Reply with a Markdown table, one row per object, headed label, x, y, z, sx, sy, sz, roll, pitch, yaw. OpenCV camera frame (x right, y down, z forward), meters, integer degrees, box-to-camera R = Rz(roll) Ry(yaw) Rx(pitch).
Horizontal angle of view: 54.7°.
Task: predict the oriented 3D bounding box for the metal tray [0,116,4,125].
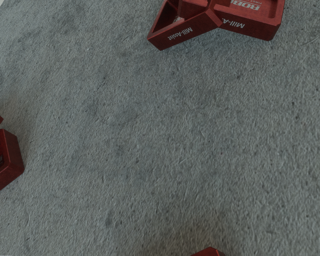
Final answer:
| label | x | y | z | sx | sy | sz | roll | pitch | yaw |
| --- | --- | --- | --- | --- | --- | --- | --- | --- | --- |
| metal tray | -0.342 | 0.026 | 0.536 | 0.130 | 0.030 | 0.090 | -27 | 32 | 19 |

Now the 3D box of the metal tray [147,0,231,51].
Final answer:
| label | x | y | z | sx | sy | sz | roll | pitch | yaw |
| --- | --- | --- | --- | --- | --- | --- | --- | --- | --- |
| metal tray | 0.044 | -0.172 | 0.452 | 0.130 | 0.030 | 0.090 | -6 | 56 | 51 |

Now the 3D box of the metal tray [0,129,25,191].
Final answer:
| label | x | y | z | sx | sy | sz | roll | pitch | yaw |
| --- | --- | --- | --- | --- | --- | --- | --- | --- | --- |
| metal tray | -0.290 | 0.073 | 0.508 | 0.130 | 0.030 | 0.090 | -37 | 51 | 3 |

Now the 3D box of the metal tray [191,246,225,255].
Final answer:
| label | x | y | z | sx | sy | sz | roll | pitch | yaw |
| --- | --- | --- | --- | --- | --- | --- | --- | --- | --- |
| metal tray | 0.014 | 0.179 | 0.283 | 0.130 | 0.030 | 0.090 | -29 | 52 | 9 |

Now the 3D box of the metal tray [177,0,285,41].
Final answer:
| label | x | y | z | sx | sy | sz | roll | pitch | yaw |
| --- | --- | --- | --- | --- | --- | --- | --- | --- | --- |
| metal tray | 0.098 | -0.175 | 0.416 | 0.131 | 0.030 | 0.090 | 17 | 65 | 4 |
